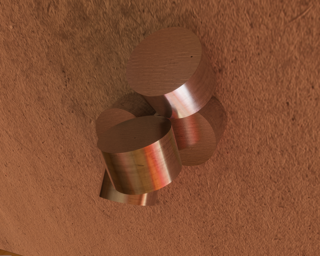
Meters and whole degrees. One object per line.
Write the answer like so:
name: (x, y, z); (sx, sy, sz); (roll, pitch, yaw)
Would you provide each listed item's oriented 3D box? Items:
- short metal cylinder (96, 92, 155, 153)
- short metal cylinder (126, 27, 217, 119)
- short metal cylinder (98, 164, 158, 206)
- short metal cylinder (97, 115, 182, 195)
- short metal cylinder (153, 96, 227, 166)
short metal cylinder: (-0.037, -0.001, 0.409); (0.080, 0.050, 0.079); (13, 124, 20)
short metal cylinder: (0.013, -0.056, 0.321); (0.080, 0.080, 0.050); (1, 157, 27)
short metal cylinder: (-0.041, 0.074, 0.430); (0.080, 0.080, 0.050); (7, 83, 24)
short metal cylinder: (-0.021, 0.027, 0.334); (0.080, 0.080, 0.050); (-1, 118, 28)
short metal cylinder: (0.035, -0.001, 0.371); (0.080, 0.050, 0.079); (13, 124, 20)
